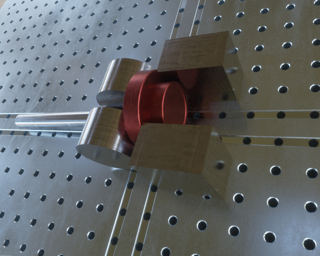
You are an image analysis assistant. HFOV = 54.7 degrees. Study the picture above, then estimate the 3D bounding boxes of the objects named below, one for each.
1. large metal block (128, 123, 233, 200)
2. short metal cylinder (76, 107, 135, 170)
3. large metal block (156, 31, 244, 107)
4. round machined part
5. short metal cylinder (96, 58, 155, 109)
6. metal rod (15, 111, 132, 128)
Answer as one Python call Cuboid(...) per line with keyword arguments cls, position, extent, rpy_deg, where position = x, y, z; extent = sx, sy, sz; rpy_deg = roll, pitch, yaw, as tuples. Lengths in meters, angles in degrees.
Cuboid(cls="large metal block", position=(0.026, 0.037, 0.338), extent=(0.080, 0.080, 0.050), rpy_deg=(3, 63, 29))
Cuboid(cls="short metal cylinder", position=(-0.059, 0.015, 0.394), extent=(0.080, 0.080, 0.050), rpy_deg=(1, 63, 29))
Cuboid(cls="large metal block", position=(0.054, -0.069, 0.388), extent=(0.080, 0.080, 0.050), rpy_deg=(0, 62, 28))
Cuboid(cls="round machined part", position=(0.001, -0.021, 0.373), extent=(0.042, 0.098, 0.098), rpy_deg=(1, 62, 29))
Cuboid(cls="short metal cylinder", position=(-0.041, -0.051, 0.426), extent=(0.080, 0.080, 0.050), rpy_deg=(1, 63, 28))
Cuboid(cls="metal rod", position=(-0.115, -0.012, 0.462), extent=(0.300, 0.025, 0.025), rpy_deg=(0, 62, 32))
